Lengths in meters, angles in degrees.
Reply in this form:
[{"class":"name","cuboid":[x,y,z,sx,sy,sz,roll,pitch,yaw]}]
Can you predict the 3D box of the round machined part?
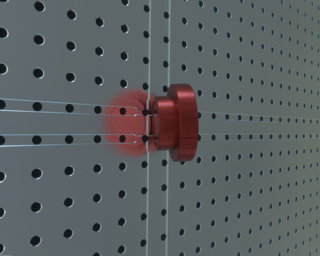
[{"class":"round machined part","cuboid":[0.015,-0.006,0.387,0.042,0.098,0.097,-2,92,-9]}]
